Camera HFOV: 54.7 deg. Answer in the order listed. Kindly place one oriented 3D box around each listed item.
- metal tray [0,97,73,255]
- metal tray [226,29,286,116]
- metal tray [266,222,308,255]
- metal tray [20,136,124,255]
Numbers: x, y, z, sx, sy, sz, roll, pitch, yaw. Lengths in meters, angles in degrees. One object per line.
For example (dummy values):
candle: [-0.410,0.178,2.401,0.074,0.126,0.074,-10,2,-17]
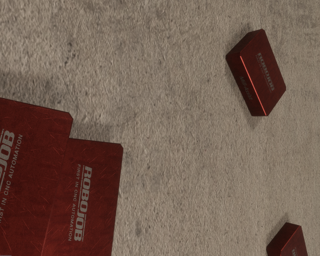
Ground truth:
metal tray: [-0.135,0.042,0.268,0.091,0.030,0.129,13,81,-16]
metal tray: [0.174,-0.096,0.551,0.090,0.030,0.130,-47,118,-30]
metal tray: [0.264,0.271,0.628,0.091,0.030,0.129,-30,109,-36]
metal tray: [-0.091,0.076,0.327,0.091,0.030,0.129,10,84,-40]
